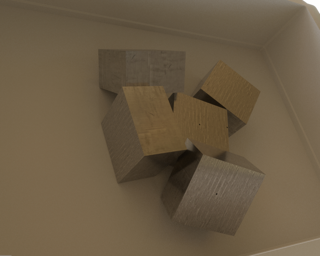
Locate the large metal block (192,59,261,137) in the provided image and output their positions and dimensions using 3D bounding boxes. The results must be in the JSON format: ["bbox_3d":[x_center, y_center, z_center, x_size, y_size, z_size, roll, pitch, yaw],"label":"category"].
[{"bbox_3d":[0.094,-0.043,0.467,0.080,0.050,0.080,38,51,-3],"label":"large metal block"}]

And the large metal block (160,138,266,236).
[{"bbox_3d":[0.058,0.067,0.352,0.081,0.080,0.050,19,12,-19],"label":"large metal block"}]

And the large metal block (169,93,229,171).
[{"bbox_3d":[0.042,0.008,0.408,0.081,0.050,0.080,18,55,-19],"label":"large metal block"}]

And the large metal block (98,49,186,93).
[{"bbox_3d":[-0.025,-0.073,0.394,0.081,0.080,0.050,-8,108,-31],"label":"large metal block"}]

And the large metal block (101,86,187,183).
[{"bbox_3d":[-0.023,0.008,0.353,0.050,0.080,0.080,-6,65,-31],"label":"large metal block"}]
